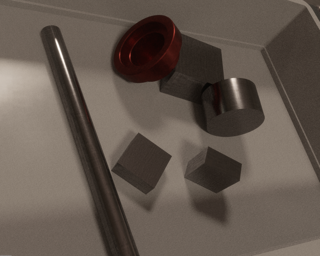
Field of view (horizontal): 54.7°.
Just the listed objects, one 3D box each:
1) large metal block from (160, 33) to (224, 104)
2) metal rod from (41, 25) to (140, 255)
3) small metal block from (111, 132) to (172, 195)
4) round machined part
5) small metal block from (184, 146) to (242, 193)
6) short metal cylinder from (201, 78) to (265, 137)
[{"bbox_3d":[0.048,-0.089,0.472,0.081,0.050,0.080,15,56,-20],"label":"large metal block"},{"bbox_3d":[-0.087,0.004,0.356,0.025,0.025,0.299,-10,67,-33],"label":"metal rod"},{"bbox_3d":[-0.021,0.042,0.370,0.050,0.025,0.050,36,51,-5],"label":"small metal block"},{"bbox_3d":[-0.012,-0.103,0.428,0.042,0.098,0.098,40,40,-48],"label":"round machined part"},{"bbox_3d":[0.067,0.055,0.394,0.050,0.050,0.025,28,52,-11],"label":"small metal block"},{"bbox_3d":[0.103,-0.027,0.445,0.081,0.080,0.050,8,58,-24],"label":"short metal cylinder"}]
